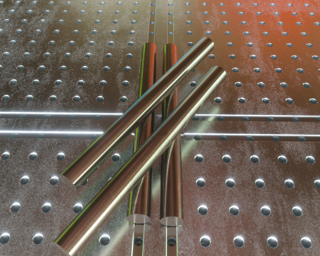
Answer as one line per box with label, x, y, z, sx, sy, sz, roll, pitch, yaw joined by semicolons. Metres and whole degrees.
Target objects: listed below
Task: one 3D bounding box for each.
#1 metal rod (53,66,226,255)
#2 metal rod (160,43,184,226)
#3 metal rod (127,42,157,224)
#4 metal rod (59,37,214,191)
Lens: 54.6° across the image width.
metal rod;-0.002;0.017;0.361;0.025;0.025;0.301;28;55;21
metal rod;0.015;-0.016;0.422;0.025;0.025;0.300;1;50;1
metal rod;-0.020;-0.019;0.424;0.025;0.025;0.300;1;50;1
metal rod;-0.012;-0.037;0.407;0.025;0.025;0.301;28;55;21
